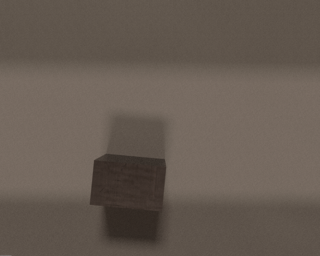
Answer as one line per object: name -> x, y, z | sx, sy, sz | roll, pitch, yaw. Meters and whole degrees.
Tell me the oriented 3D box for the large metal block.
large metal block -> -0.036, 0.064, 0.384 | 0.081, 0.080, 0.050 | 5, 90, -1
